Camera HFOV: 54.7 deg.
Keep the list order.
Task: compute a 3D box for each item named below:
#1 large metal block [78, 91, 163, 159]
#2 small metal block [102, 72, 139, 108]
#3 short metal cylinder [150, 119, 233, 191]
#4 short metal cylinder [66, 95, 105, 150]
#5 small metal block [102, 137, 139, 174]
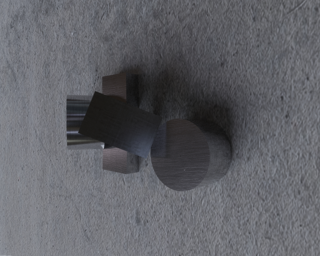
[{"bbox_3d":[-0.047,-0.002,0.383,0.080,0.080,0.050,21,87,-5],"label":"large metal block"},{"bbox_3d":[-0.058,-0.051,0.451,0.050,0.025,0.050,-1,89,39],"label":"small metal block"},{"bbox_3d":[0.036,0.029,0.359,0.080,0.050,0.079,0,90,39],"label":"short metal cylinder"},{"bbox_3d":[-0.109,-0.008,0.454,0.080,0.050,0.079,180,89,-75],"label":"short metal cylinder"},{"bbox_3d":[-0.057,0.037,0.450,0.050,0.025,0.050,4,92,39],"label":"small metal block"}]
